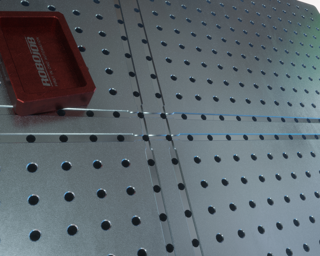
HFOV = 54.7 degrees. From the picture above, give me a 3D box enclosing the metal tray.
[{"bbox_3d":[-0.145,-0.084,0.378,0.091,0.030,0.130,-14,69,-34],"label":"metal tray"}]
